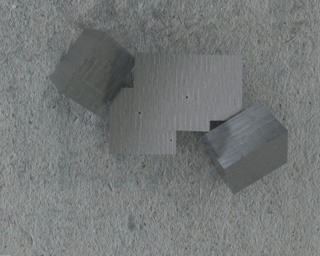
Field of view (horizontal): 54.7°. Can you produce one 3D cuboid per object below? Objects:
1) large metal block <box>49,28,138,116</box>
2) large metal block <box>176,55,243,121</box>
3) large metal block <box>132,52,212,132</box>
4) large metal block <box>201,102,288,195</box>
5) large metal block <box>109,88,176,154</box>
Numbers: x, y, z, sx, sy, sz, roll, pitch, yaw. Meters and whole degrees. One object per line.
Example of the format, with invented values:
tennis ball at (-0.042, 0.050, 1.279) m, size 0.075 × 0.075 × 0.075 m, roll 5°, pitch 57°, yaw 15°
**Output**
large metal block at (-0.083, -0.071, 0.376) m, size 0.050 × 0.080 × 0.080 m, roll 36°, pitch 90°, yaw -33°
large metal block at (0.060, -0.049, 0.400) m, size 0.081 × 0.050 × 0.079 m, roll 0°, pitch 90°, yaw -1°
large metal block at (0.013, -0.038, 0.347) m, size 0.081 × 0.050 × 0.079 m, roll 2°, pitch 90°, yaw -1°
large metal block at (0.105, 0.027, 0.378) m, size 0.080 × 0.080 × 0.050 m, roll -31°, pitch 52°, yaw 0°
large metal block at (-0.021, -0.009, 0.396) m, size 0.081 × 0.050 × 0.079 m, roll 0°, pitch 90°, yaw -1°
